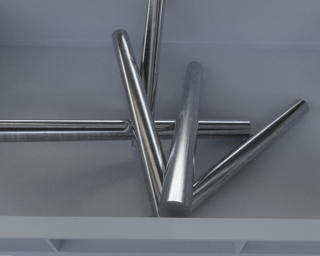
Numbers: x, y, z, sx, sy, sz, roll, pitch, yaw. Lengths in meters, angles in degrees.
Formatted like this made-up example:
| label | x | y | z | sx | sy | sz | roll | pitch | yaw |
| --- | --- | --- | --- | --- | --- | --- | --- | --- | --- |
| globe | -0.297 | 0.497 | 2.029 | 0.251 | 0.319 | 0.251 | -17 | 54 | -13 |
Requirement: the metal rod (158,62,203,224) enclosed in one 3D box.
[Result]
| label | x | y | z | sx | sy | sz | roll | pitch | yaw |
| --- | --- | --- | --- | --- | --- | --- | --- | --- | --- |
| metal rod | 0.032 | -0.014 | 0.358 | 0.025 | 0.025 | 0.301 | 7 | 32 | 5 |

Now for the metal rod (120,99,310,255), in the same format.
| label | x | y | z | sx | sy | sz | roll | pitch | yaw |
| --- | --- | --- | --- | --- | --- | --- | --- | --- | --- |
| metal rod | 0.083 | 0.045 | 0.367 | 0.302 | 0.025 | 0.025 | -33 | 58 | -25 |

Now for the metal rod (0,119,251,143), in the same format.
| label | x | y | z | sx | sy | sz | roll | pitch | yaw |
| --- | --- | --- | --- | --- | --- | --- | --- | --- | --- |
| metal rod | -0.032 | 0.002 | 0.363 | 0.302 | 0.025 | 0.025 | 0 | 49 | -17 |

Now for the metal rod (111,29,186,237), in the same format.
| label | x | y | z | sx | sy | sz | roll | pitch | yaw |
| --- | --- | --- | --- | --- | --- | --- | --- | --- | --- |
| metal rod | -0.024 | -0.024 | 0.354 | 0.025 | 0.025 | 0.300 | -10 | 49 | -9 |

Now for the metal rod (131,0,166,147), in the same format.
| label | x | y | z | sx | sy | sz | roll | pitch | yaw |
| --- | --- | --- | --- | --- | --- | --- | --- | --- | --- |
| metal rod | -0.010 | -0.122 | 0.418 | 0.025 | 0.025 | 0.299 | 5 | 78 | 3 |
